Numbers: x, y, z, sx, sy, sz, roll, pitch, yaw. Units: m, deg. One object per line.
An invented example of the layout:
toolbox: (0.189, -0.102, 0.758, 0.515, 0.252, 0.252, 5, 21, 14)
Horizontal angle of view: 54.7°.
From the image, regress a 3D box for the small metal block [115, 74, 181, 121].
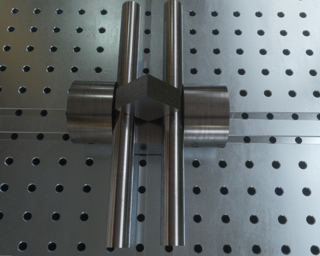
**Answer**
small metal block: (-0.013, -0.031, 0.339, 0.050, 0.050, 0.025, -17, 64, 41)

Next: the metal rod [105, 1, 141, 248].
metal rod: (-0.040, -0.020, 0.362, 0.025, 0.025, 0.299, 1, 70, 0)

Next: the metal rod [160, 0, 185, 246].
metal rod: (0.015, -0.022, 0.363, 0.025, 0.025, 0.299, 1, 70, 0)

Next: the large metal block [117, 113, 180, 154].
large metal block: (-0.013, -0.012, 0.398, 0.081, 0.050, 0.080, 1, 70, 0)

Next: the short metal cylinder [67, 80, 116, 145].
short metal cylinder: (-0.079, -0.019, 0.385, 0.050, 0.080, 0.080, 1, 70, 0)

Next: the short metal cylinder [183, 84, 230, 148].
short metal cylinder: (0.053, -0.015, 0.384, 0.050, 0.080, 0.080, 0, 70, 1)
